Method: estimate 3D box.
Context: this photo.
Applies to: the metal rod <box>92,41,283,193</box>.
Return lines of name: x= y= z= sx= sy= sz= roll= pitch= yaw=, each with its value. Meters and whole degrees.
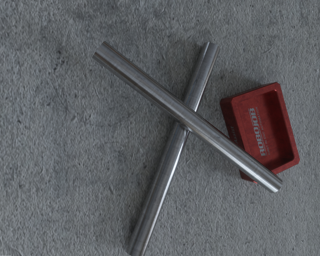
metal rod: x=0.045 y=-0.006 z=0.398 sx=0.301 sy=0.025 sz=0.025 roll=36 pitch=78 yaw=-14

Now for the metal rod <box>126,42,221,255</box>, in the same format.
metal rod: x=0.020 y=0.024 z=0.417 sx=0.025 sy=0.025 sz=0.299 roll=23 pitch=82 yaw=-19

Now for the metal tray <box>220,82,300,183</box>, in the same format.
metal tray: x=0.151 y=0.006 z=0.463 sx=0.091 sy=0.030 sz=0.129 roll=-20 pitch=97 yaw=-19
